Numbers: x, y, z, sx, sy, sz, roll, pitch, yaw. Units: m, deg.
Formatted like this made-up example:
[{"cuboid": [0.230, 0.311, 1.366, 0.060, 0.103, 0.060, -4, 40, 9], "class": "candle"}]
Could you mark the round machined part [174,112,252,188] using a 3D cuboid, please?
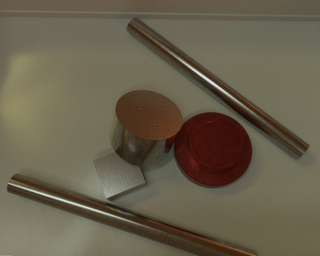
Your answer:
[{"cuboid": [0.068, 0.024, 0.393, 0.099, 0.042, 0.098, 0, 70, -1], "class": "round machined part"}]

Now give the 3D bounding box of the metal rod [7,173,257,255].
[{"cuboid": [-0.037, 0.111, 0.368, 0.301, 0.025, 0.025, 17, 71, 5], "class": "metal rod"}]

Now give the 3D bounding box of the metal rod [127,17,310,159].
[{"cuboid": [0.072, -0.062, 0.433, 0.300, 0.025, 0.025, 39, 75, 13], "class": "metal rod"}]

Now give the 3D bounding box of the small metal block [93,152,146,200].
[{"cuboid": [-0.050, 0.057, 0.388, 0.050, 0.025, 0.050, -21, 72, -8], "class": "small metal block"}]

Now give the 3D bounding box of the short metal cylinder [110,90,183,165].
[{"cuboid": [-0.018, -0.001, 0.381, 0.081, 0.050, 0.080, 10, 47, -11], "class": "short metal cylinder"}]
